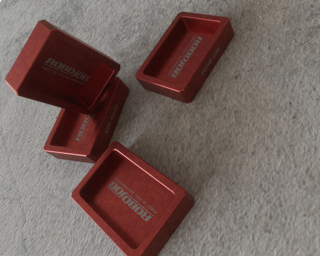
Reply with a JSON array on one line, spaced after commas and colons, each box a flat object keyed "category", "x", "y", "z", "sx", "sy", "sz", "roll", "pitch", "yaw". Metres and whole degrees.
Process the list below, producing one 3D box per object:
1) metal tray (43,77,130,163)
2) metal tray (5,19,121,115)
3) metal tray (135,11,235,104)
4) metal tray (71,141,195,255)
[{"category": "metal tray", "x": -0.109, "y": -0.015, "z": 0.464, "sx": 0.090, "sy": 0.030, "sz": 0.130, "roll": 3, "pitch": 63, "yaw": 29}, {"category": "metal tray", "x": -0.121, "y": -0.072, "z": 0.411, "sx": 0.030, "sy": 0.131, "sz": 0.090, "roll": 39, "pitch": 100, "yaw": 28}, {"category": "metal tray", "x": 0.035, "y": -0.105, "z": 0.445, "sx": 0.090, "sy": 0.030, "sz": 0.130, "roll": 23, "pitch": 74, "yaw": 36}, {"category": "metal tray", "x": -0.036, "y": 0.083, "z": 0.367, "sx": 0.130, "sy": 0.030, "sz": 0.090, "roll": 31, "pitch": 78, "yaw": 37}]
